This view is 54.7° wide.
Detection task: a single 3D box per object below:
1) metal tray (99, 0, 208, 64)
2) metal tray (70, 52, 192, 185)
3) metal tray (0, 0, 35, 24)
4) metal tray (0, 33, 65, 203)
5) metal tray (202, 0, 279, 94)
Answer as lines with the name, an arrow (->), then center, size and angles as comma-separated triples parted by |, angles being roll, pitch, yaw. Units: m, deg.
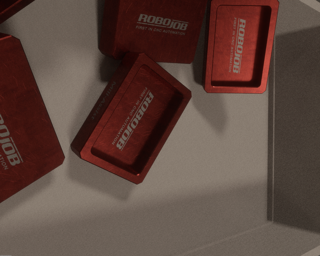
metal tray -> -0.005, -0.128, 0.379 | 0.131, 0.030, 0.089 | -7, 118, -40
metal tray -> -0.029, -0.010, 0.359 | 0.090, 0.030, 0.130 | 34, 84, -36
metal tray -> -0.112, -0.139, 0.229 | 0.030, 0.130, 0.090 | 64, 11, 13
metal tray -> -0.143, -0.003, 0.258 | 0.091, 0.030, 0.129 | -35, 131, -35
metal tray -> 0.110, -0.115, 0.440 | 0.091, 0.030, 0.129 | 0, 113, -1
